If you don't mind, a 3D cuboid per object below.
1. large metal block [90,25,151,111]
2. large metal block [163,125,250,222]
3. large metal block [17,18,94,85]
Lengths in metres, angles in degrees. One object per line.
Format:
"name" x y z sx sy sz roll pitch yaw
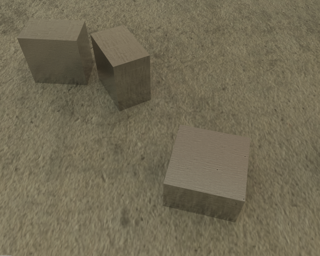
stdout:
"large metal block" -0.054 -0.085 0.438 0.050 0.080 0.080 -22 54 -18
"large metal block" 0.052 0.049 0.346 0.080 0.050 0.080 11 51 9
"large metal block" -0.150 -0.112 0.460 0.080 0.080 0.050 3 50 2
